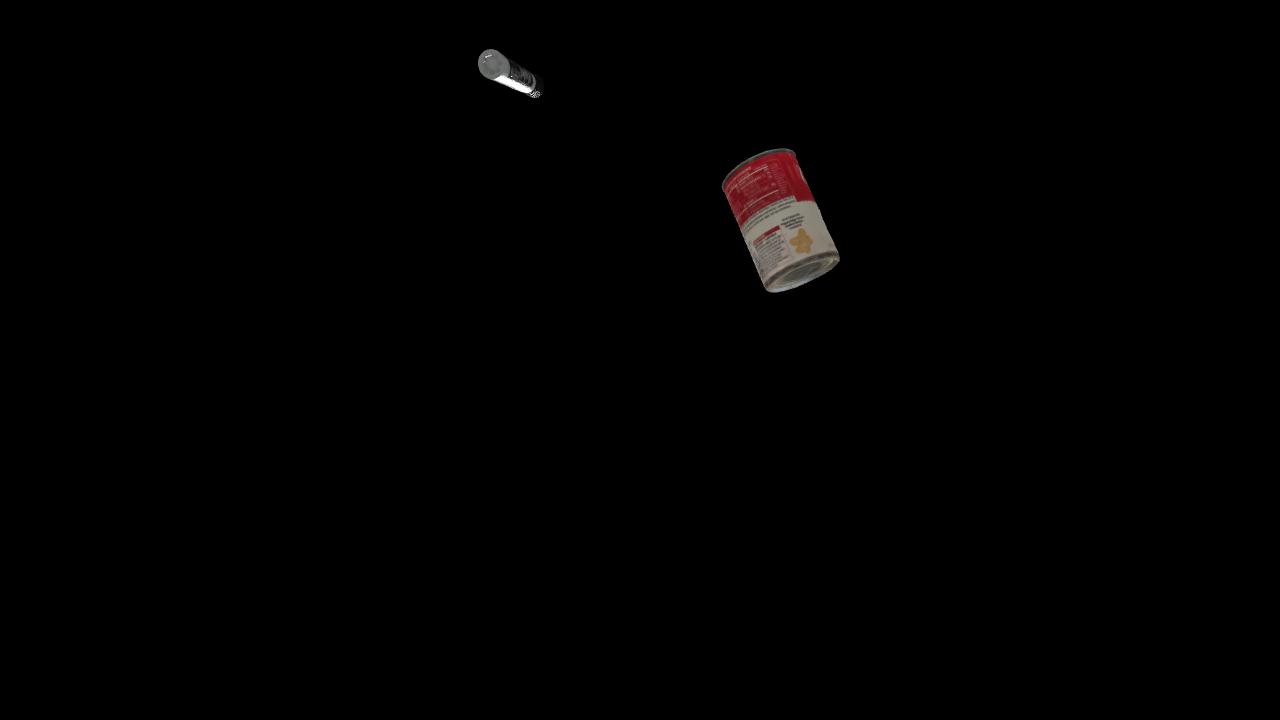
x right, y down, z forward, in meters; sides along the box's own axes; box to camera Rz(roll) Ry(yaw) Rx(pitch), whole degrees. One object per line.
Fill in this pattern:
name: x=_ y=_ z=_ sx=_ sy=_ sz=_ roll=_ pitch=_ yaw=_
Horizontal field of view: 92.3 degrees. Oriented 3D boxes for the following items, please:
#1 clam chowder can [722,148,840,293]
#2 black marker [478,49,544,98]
clam chowder can: x=0.119 y=-0.117 z=0.524 sx=0.068 sy=0.102 sz=0.068 roll=-19 pitch=-12 yaw=-4
black marker: x=-0.096 y=-0.218 z=0.474 sx=0.020 sy=0.020 sz=0.121 roll=0 pitch=17 yaw=5
